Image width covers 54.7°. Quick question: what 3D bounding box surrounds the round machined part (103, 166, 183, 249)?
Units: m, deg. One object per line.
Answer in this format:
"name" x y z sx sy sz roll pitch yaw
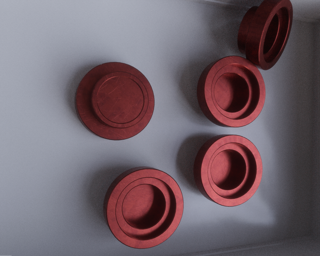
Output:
"round machined part" -0.023 0.097 0.394 0.099 0.042 0.097 0 90 -21

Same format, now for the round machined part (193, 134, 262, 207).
"round machined part" 0.091 0.057 0.437 0.099 0.042 0.097 0 90 -21

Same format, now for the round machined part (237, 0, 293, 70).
"round machined part" 0.146 -0.135 0.440 0.099 0.042 0.097 -31 134 -39

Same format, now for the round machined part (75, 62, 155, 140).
"round machined part" -0.053 -0.033 0.383 0.099 0.042 0.097 0 90 -21

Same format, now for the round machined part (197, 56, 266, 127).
"round machined part" 0.096 -0.050 0.438 0.099 0.042 0.097 0 90 -20
